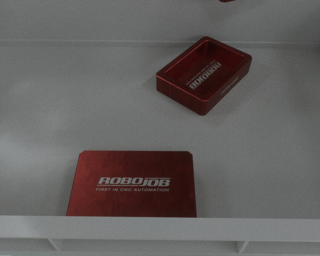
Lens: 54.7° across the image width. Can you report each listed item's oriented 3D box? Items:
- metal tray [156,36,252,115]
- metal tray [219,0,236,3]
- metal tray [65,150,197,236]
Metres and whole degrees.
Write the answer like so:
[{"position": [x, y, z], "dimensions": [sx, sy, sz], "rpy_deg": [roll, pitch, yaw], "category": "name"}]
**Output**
[{"position": [0.068, -0.084, 0.472], "dimensions": [0.090, 0.030, 0.131], "rpy_deg": [33, 57, 24], "category": "metal tray"}, {"position": [0.098, -0.231, 0.443], "dimensions": [0.091, 0.030, 0.130], "rpy_deg": [-18, 52, -15], "category": "metal tray"}, {"position": [-0.028, 0.070, 0.343], "dimensions": [0.131, 0.030, 0.090], "rpy_deg": [0, 50, 0], "category": "metal tray"}]
